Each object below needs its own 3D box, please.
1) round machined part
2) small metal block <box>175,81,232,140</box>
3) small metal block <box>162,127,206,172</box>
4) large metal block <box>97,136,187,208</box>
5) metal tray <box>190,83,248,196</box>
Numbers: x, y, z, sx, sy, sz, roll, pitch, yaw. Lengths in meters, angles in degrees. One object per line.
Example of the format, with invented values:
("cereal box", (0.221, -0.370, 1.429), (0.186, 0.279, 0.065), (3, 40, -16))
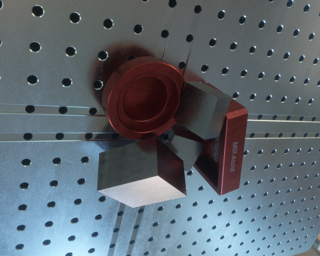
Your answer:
("round machined part", (-0.021, -0.038, 0.366), (0.099, 0.042, 0.097), (-14, 125, -21))
("small metal block", (0.049, -0.021, 0.357), (0.025, 0.050, 0.050), (-9, 122, -41))
("small metal block", (0.029, 0.030, 0.441), (0.050, 0.025, 0.050), (17, 114, -24))
("large metal block", (-0.021, 0.059, 0.392), (0.080, 0.050, 0.080), (-17, 146, 21))
("metal tray", (0.073, 0.015, 0.420), (0.030, 0.090, 0.129), (-17, 125, -19))
